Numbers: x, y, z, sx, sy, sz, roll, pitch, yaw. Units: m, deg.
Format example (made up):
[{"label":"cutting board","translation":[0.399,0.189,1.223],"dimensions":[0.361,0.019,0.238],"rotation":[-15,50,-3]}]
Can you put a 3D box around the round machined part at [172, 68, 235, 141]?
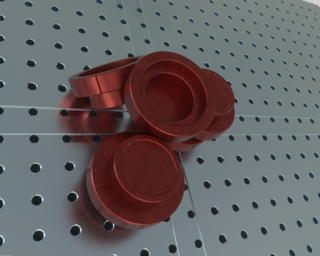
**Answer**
[{"label":"round machined part","translation":[0.055,-0.037,0.393],"dimensions":[0.099,0.042,0.098],"rotation":[14,55,-20]}]

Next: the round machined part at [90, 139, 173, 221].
[{"label":"round machined part","translation":[-0.023,0.047,0.329],"dimensions":[0.099,0.042,0.098],"rotation":[13,56,-21]}]

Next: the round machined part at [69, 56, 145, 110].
[{"label":"round machined part","translation":[-0.055,-0.054,0.375],"dimensions":[0.099,0.098,0.042],"rotation":[-31,114,-38]}]

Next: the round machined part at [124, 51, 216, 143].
[{"label":"round machined part","translation":[0.008,-0.030,0.337],"dimensions":[0.099,0.042,0.098],"rotation":[9,66,-22]}]

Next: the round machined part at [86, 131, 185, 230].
[{"label":"round machined part","translation":[-0.018,0.046,0.305],"dimensions":[0.099,0.042,0.098],"rotation":[13,56,-21]}]

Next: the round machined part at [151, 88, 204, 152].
[{"label":"round machined part","translation":[0.027,-0.023,0.398],"dimensions":[0.099,0.042,0.098],"rotation":[13,56,-21]}]
